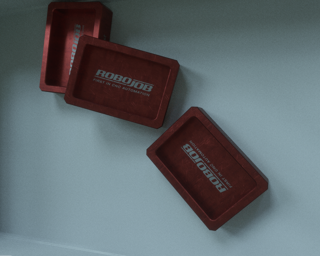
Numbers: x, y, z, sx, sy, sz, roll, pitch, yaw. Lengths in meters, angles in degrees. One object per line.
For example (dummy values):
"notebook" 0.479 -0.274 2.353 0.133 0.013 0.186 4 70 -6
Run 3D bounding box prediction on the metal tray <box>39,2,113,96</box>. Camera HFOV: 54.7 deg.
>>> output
"metal tray" -0.122 -0.113 0.449 0.090 0.030 0.129 8 93 19

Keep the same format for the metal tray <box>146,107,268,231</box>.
"metal tray" 0.057 0.048 0.387 0.090 0.030 0.130 -44 77 14

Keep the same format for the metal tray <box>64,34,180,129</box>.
"metal tray" -0.048 -0.059 0.404 0.131 0.030 0.089 16 96 1
